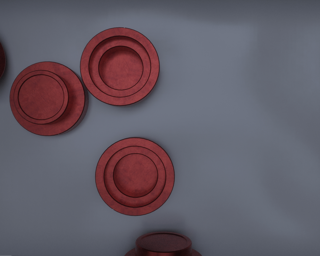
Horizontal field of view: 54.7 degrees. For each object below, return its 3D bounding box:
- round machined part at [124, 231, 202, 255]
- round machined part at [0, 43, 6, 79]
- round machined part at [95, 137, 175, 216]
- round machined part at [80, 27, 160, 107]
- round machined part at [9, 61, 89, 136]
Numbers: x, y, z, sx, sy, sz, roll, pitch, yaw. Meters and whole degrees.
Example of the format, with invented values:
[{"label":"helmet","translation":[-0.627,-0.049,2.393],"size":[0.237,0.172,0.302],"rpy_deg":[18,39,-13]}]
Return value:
[{"label":"round machined part","translation":[0.004,0.157,0.375],"size":[0.099,0.098,0.042],"rpy_deg":[1,90,0]},{"label":"round machined part","translation":[-0.250,-0.089,0.383],"size":[0.042,0.099,0.097],"rpy_deg":[-11,90,35]},{"label":"round machined part","translation":[-0.031,0.060,0.403],"size":[0.099,0.042,0.097],"rpy_deg":[0,90,0]},{"label":"round machined part","translation":[-0.049,-0.076,0.402],"size":[0.099,0.042,0.097],"rpy_deg":[0,90,0]},{"label":"round machined part","translation":[-0.146,-0.038,0.402],"size":[0.099,0.042,0.097],"rpy_deg":[0,90,0]}]
